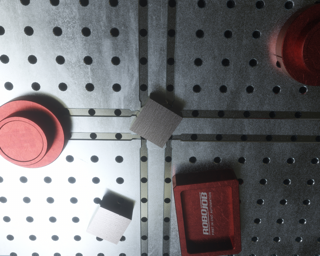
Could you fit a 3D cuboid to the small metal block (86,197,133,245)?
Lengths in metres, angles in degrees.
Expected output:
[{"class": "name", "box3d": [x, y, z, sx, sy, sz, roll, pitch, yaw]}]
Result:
[{"class": "small metal block", "box3d": [-0.075, 0.139, 0.464, 0.050, 0.025, 0.050, 27, 108, -10]}]

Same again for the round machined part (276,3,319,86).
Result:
[{"class": "round machined part", "box3d": [0.195, -0.098, 0.370, 0.099, 0.042, 0.097, 0, 110, 0]}]

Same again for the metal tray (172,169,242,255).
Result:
[{"class": "metal tray", "box3d": [0.070, 0.129, 0.458, 0.091, 0.030, 0.129, -7, 110, 2]}]

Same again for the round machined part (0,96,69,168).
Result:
[{"class": "round machined part", "box3d": [-0.175, 0.010, 0.406, 0.099, 0.042, 0.097, 0, 110, 0]}]

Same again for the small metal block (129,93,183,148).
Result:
[{"class": "small metal block", "box3d": [-0.005, -0.009, 0.410, 0.050, 0.025, 0.050, 30, 107, -11]}]
